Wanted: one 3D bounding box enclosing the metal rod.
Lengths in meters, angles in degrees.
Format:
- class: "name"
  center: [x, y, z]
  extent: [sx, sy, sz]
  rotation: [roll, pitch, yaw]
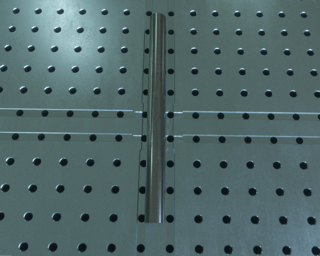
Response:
- class: "metal rod"
  center: [-0.005, -0.027, 0.422]
  extent: [0.025, 0.025, 0.299]
  rotation: [1, 70, 0]
